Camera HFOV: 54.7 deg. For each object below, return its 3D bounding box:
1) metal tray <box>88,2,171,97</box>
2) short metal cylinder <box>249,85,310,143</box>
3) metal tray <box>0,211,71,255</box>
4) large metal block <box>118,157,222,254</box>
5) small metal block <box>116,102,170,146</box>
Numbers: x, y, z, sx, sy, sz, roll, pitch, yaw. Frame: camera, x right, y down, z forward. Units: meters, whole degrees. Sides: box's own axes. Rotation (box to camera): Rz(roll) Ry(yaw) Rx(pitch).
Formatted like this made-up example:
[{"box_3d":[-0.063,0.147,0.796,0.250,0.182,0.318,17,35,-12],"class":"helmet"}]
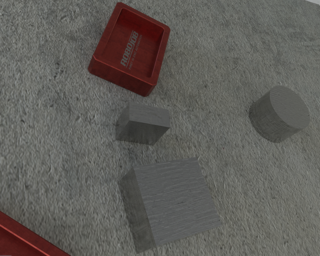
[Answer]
[{"box_3d":[-0.040,-0.116,0.449,0.090,0.030,0.130,23,53,-14],"class":"metal tray"},{"box_3d":[0.194,-0.022,0.506,0.081,0.050,0.080,14,56,-21],"class":"short metal cylinder"},{"box_3d":[-0.140,0.122,0.250,0.130,0.030,0.090,35,51,-5],"class":"metal tray"},{"box_3d":[0.009,0.083,0.342,0.081,0.050,0.080,-5,64,-31],"class":"large metal block"},{"box_3d":[-0.022,-0.004,0.378,0.050,0.050,0.025,10,58,-23],"class":"small metal block"}]
